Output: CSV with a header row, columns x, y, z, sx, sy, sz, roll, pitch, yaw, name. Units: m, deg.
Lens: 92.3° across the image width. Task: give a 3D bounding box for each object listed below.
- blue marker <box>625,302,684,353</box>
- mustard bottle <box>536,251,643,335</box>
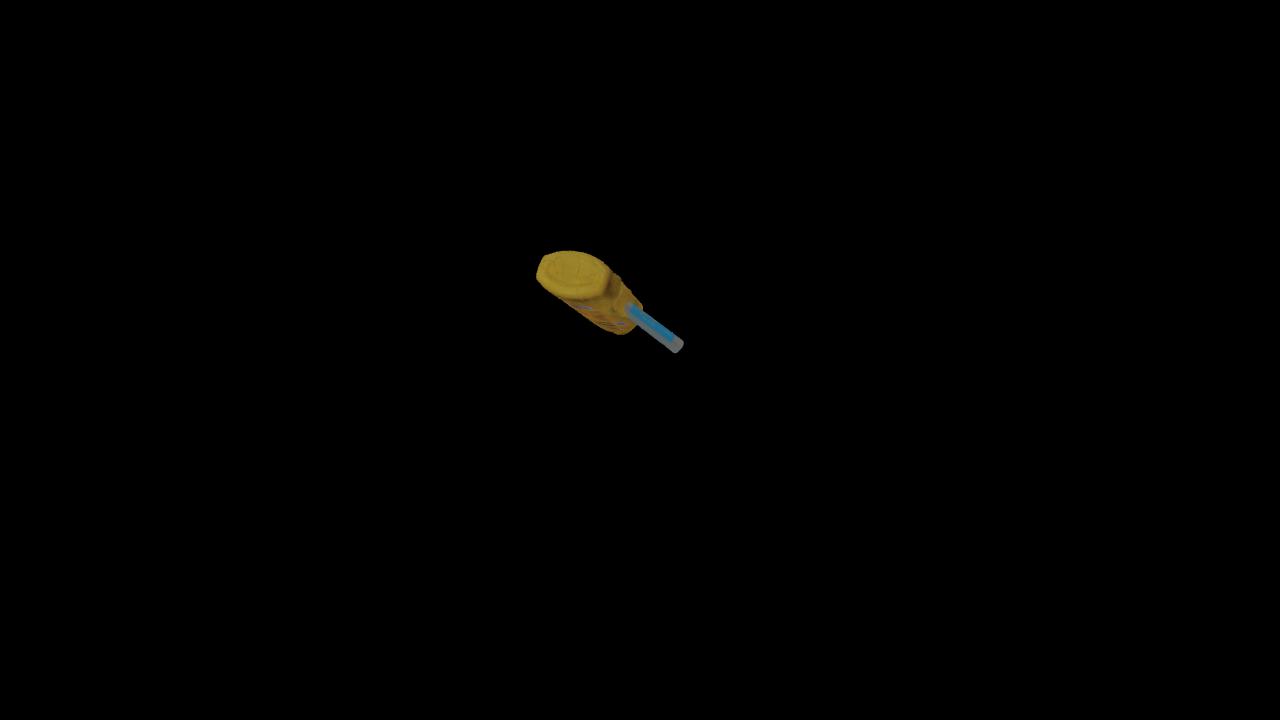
x,y,z,sx,sy,sz,roll,pitch,yaw,name
0.001,-0.049,0.723,0.121,0.020,0.020,36,-14,-20,blue marker
-0.045,-0.069,0.737,0.092,0.054,0.184,9,-12,21,mustard bottle
